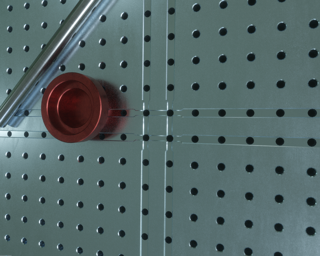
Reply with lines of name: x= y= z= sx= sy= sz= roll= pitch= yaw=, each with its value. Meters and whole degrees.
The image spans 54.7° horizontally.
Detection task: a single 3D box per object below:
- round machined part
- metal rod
round machined part: x=-0.117 y=-0.028 z=0.445 sx=0.098 sy=0.042 sz=0.097 roll=0 pitch=90 yaw=20
metal rod: x=-0.164 y=-0.115 z=0.470 sx=0.025 sy=0.025 sz=0.299 roll=47 pitch=104 yaw=14
